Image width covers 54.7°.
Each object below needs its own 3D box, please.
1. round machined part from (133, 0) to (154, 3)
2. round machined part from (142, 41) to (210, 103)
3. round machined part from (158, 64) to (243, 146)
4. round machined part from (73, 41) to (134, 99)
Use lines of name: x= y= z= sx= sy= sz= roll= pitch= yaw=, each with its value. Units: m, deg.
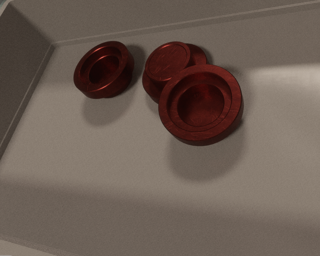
round machined part: x=-0.023 y=-0.286 z=0.583 sx=0.098 sy=0.042 sz=0.098 roll=-13 pitch=56 yaw=20
round machined part: x=0.018 y=-0.082 z=0.434 sx=0.098 sy=0.042 sz=0.098 roll=-13 pitch=56 yaw=20
round machined part: x=0.051 y=-0.024 z=0.375 sx=0.098 sy=0.042 sz=0.098 roll=-7 pitch=68 yaw=18
round machined part: x=-0.083 y=-0.086 z=0.490 sx=0.098 sy=0.042 sz=0.098 roll=-13 pitch=56 yaw=20
